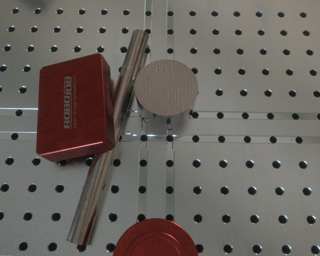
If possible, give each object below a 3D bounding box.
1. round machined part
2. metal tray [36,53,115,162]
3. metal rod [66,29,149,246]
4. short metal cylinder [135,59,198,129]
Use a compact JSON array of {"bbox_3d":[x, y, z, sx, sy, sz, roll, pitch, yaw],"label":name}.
[{"bbox_3d":[-0.005,0.152,0.347,0.099,0.042,0.098,0,70,0],"label":"round machined part"},{"bbox_3d":[-0.110,-0.028,0.403,0.090,0.030,0.130,-12,65,9],"label":"metal tray"},{"bbox_3d":[-0.063,-0.002,0.411,0.025,0.025,0.299,13,70,4],"label":"metal rod"},{"bbox_3d":[0.008,-0.044,0.414,0.081,0.050,0.080,0,70,0],"label":"short metal cylinder"}]
